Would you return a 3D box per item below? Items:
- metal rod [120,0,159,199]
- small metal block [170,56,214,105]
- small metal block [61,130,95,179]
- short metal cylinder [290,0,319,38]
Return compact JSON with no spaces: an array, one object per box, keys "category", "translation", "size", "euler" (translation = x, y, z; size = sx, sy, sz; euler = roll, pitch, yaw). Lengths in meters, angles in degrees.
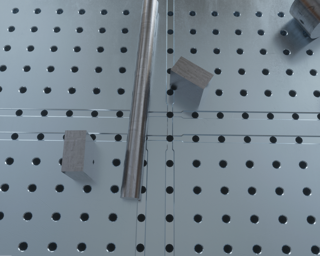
[{"category":"metal rod","translation":[-0.025,-0.054,0.430],"size":[0.025,0.025,0.299],"euler":[4,70,1]},{"category":"small metal block","translation":[0.042,-0.063,0.422],"size":[0.050,0.050,0.025],"euler":[32,73,11]},{"category":"small metal block","translation":[-0.100,0.034,0.385],"size":[0.025,0.050,0.050],"euler":[-1,70,0]},{"category":"short metal cylinder","translation":[0.239,-0.177,0.449],"size":[0.080,0.080,0.050],"euler":[-28,73,-10]}]
